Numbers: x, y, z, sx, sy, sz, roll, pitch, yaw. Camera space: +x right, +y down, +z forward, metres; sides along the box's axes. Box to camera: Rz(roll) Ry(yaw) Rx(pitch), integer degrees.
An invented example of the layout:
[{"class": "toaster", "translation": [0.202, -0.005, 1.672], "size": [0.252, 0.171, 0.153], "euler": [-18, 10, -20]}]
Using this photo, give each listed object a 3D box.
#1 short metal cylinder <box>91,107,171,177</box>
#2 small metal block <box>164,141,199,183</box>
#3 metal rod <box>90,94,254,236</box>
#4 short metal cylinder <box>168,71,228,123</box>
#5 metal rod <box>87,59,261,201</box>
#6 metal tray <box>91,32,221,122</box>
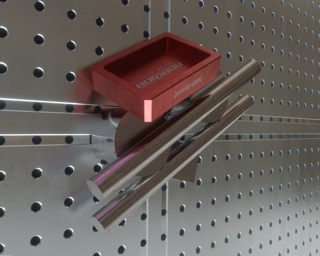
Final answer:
[{"class": "short metal cylinder", "translation": [-0.033, 0.014, 0.367], "size": [0.081, 0.050, 0.079], "euler": [0, 90, -40]}, {"class": "small metal block", "translation": [0.026, 0.047, 0.432], "size": [0.050, 0.025, 0.050], "euler": [19, 78, -39]}, {"class": "metal rod", "translation": [0.037, 0.030, 0.408], "size": [0.302, 0.025, 0.025], "euler": [-36, 112, -34]}, {"class": "short metal cylinder", "translation": [0.052, -0.047, 0.439], "size": [0.081, 0.050, 0.079], "euler": [0, 90, -40]}, {"class": "metal rod", "translation": [0.039, -0.015, 0.377], "size": [0.302, 0.025, 0.025], "euler": [-37, 113, -34]}, {"class": "metal tray", "translation": [-0.002, -0.067, 0.365], "size": [0.131, 0.090, 0.030], "euler": [-36, 144, -35]}]
